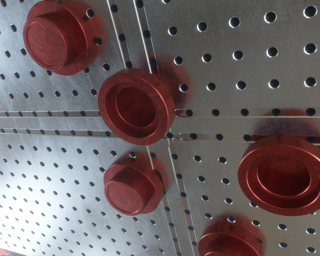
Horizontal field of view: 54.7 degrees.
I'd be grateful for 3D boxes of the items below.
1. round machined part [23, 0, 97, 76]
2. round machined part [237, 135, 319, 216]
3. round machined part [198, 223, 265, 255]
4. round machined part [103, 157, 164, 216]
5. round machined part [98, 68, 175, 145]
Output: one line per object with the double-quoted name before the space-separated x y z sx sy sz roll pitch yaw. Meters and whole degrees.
"round machined part" -0.135 -0.113 0.399 0.098 0.042 0.097 13 124 20
"round machined part" 0.143 0.050 0.356 0.098 0.042 0.097 13 124 20
"round machined part" 0.103 0.195 0.466 0.098 0.042 0.097 13 124 20
"round machined part" -0.047 0.098 0.484 0.098 0.042 0.097 13 124 20
"round machined part" -0.026 -0.030 0.394 0.098 0.042 0.097 13 124 20
